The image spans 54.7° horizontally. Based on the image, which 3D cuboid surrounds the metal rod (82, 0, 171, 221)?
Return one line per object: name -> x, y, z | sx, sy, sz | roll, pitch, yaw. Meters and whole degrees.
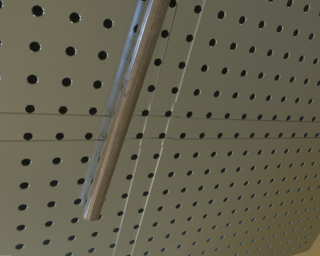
metal rod -> -0.049, -0.009, 0.380 | 0.025, 0.025, 0.298 | 6, 115, -32
